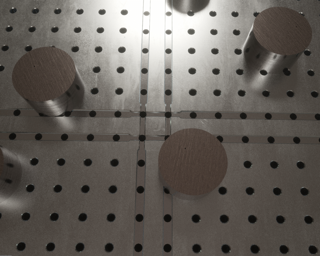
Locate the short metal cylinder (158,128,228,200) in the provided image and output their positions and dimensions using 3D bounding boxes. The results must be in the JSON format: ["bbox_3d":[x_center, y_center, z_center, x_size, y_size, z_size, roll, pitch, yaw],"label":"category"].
[{"bbox_3d":[0.038,0.046,0.382,0.081,0.050,0.080,0,70,0],"label":"short metal cylinder"}]

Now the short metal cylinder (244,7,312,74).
[{"bbox_3d":[0.167,-0.125,0.446,0.081,0.050,0.080,0,70,0],"label":"short metal cylinder"}]

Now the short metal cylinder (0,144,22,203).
[{"bbox_3d":[-0.219,0.053,0.376,0.081,0.050,0.080,0,70,0],"label":"short metal cylinder"}]

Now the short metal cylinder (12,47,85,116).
[{"bbox_3d":[-0.148,-0.062,0.419,0.081,0.050,0.080,0,70,0],"label":"short metal cylinder"}]
